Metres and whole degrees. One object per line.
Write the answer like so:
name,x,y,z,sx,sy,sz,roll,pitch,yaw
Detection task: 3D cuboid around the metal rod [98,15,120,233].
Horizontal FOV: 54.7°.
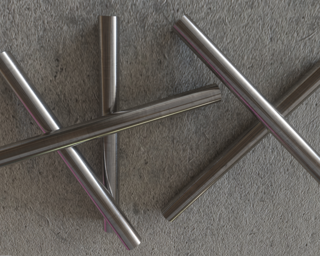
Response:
metal rod,-0.066,0.009,0.412,0.025,0.025,0.298,2,110,-1

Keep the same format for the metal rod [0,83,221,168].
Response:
metal rod,-0.071,-0.001,0.378,0.302,0.025,0.025,-17,110,-6

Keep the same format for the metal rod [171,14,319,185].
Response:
metal rod,0.128,-0.020,0.379,0.300,0.025,0.025,45,104,-6

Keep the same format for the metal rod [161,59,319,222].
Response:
metal rod,0.111,0.024,0.419,0.025,0.025,0.299,40,105,-14

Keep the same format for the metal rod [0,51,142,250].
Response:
metal rod,-0.115,0.037,0.404,0.025,0.025,0.299,-30,101,10
